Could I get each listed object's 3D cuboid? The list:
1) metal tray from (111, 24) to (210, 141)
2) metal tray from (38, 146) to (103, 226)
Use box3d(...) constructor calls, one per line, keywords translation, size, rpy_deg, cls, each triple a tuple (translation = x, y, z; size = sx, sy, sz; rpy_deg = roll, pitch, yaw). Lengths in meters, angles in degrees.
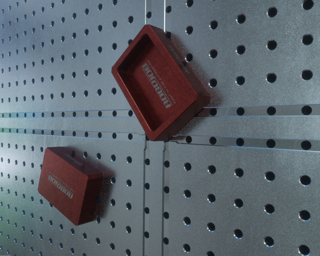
box3d(translation=(-0.005, -0.059, 0.407), size=(0.090, 0.030, 0.130), rpy_deg=(-45, 64, 30), cls="metal tray")
box3d(translation=(-0.158, 0.096, 0.534), size=(0.130, 0.030, 0.089), rpy_deg=(24, 105, 37), cls="metal tray")
